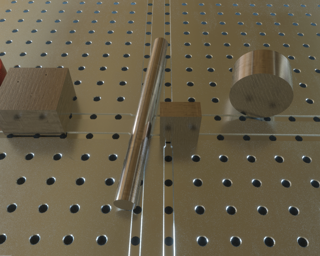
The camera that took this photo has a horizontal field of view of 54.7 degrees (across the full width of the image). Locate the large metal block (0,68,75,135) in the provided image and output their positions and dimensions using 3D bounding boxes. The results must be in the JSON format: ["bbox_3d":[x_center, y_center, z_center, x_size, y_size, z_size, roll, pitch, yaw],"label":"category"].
[{"bbox_3d":[-0.167,-0.037,0.420,0.081,0.050,0.080,0,50,-1],"label":"large metal block"}]

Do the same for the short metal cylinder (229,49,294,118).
[{"bbox_3d":[0.138,-0.059,0.424,0.080,0.080,0.050,10,51,8],"label":"short metal cylinder"}]

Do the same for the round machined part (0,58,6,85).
[{"bbox_3d":[-0.273,-0.067,0.449,0.099,0.042,0.098,0,50,0],"label":"round machined part"}]

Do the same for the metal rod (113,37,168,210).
[{"bbox_3d":[-0.018,-0.030,0.432,0.025,0.025,0.300,6,50,5],"label":"metal rod"}]

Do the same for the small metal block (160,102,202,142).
[{"bbox_3d":[0.025,-0.007,0.398,0.050,0.050,0.025,0,50,0],"label":"small metal block"}]
